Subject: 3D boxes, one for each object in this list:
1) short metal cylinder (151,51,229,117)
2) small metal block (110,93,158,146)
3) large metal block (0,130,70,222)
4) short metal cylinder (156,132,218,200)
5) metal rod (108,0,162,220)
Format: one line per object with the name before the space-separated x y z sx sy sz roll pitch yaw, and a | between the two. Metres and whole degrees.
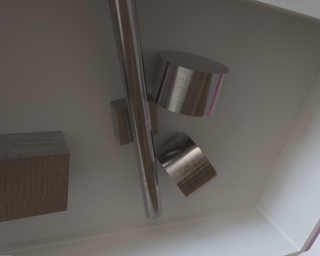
short metal cylinder | 0.034 -0.053 0.360 0.081 0.080 0.050 -2 119 -28
small metal block | -0.032 -0.012 0.386 0.050 0.025 0.050 -16 125 -20
large metal block | -0.148 0.052 0.344 0.081 0.050 0.079 -4 120 -27
short metal cylinder | 0.035 0.052 0.426 0.050 0.080 0.080 -37 130 -4
metal rod | -0.022 0.001 0.365 0.025 0.025 0.298 -19 126 -18
